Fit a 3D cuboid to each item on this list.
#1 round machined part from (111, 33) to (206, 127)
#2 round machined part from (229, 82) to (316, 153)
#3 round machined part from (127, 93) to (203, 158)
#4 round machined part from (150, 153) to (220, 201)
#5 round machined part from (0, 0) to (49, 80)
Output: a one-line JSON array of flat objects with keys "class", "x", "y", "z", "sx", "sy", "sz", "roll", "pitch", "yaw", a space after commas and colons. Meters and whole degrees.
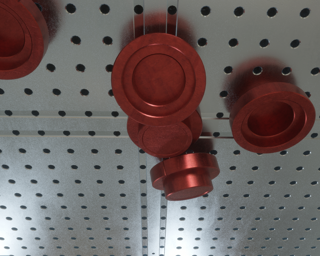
[{"class": "round machined part", "x": -0.001, "y": -0.053, "z": 0.340, "sx": 0.099, "sy": 0.042, "sz": 0.097, "roll": 0, "pitch": 106, "yaw": 1}, {"class": "round machined part", "x": 0.136, "y": -0.017, "z": 0.389, "sx": 0.099, "sy": 0.042, "sz": 0.097, "roll": -1, "pitch": 130, "yaw": 0}, {"class": "round machined part", "x": 0.006, "y": 0.001, "z": 0.402, "sx": 0.099, "sy": 0.042, "sz": 0.097, "roll": -1, "pitch": 130, "yaw": 0}, {"class": "round machined part", "x": 0.038, "y": 0.074, "z": 0.440, "sx": 0.099, "sy": 0.042, "sz": 0.098, "roll": -10, "pitch": 154, "yaw": -5}, {"class": "round machined part", "x": -0.162, "y": -0.101, "z": 0.312, "sx": 0.099, "sy": 0.042, "sz": 0.097, "roll": -1, "pitch": 130, "yaw": 0}]
